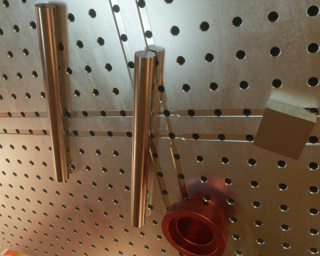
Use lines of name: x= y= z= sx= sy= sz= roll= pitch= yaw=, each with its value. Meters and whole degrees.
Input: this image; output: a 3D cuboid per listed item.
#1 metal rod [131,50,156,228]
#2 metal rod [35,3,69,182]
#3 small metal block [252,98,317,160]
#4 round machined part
metal rod: x=-0.028 y=0.036 z=0.448 sx=0.025 sy=0.025 sz=0.298 roll=17 pitch=125 yaw=18
metal rod: x=-0.161 y=-0.033 z=0.475 sx=0.025 sy=0.025 sz=0.298 roll=19 pitch=126 yaw=17
small metal block: x=0.136 y=0.001 z=0.340 sx=0.050 sy=0.025 sz=0.050 roll=20 pitch=126 yaw=16
round machined part: x=0.055 y=0.146 z=0.461 sx=0.098 sy=0.042 sz=0.097 roll=13 pitch=124 yaw=21
